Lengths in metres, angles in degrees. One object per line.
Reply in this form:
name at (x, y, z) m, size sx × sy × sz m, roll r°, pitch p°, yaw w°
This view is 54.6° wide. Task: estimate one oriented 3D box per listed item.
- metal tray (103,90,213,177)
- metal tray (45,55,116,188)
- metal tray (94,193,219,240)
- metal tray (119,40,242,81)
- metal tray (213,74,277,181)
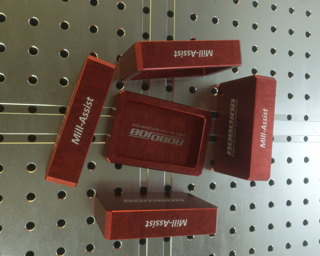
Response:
metal tray at (-0.001, 0.009, 0.408) m, size 0.131 × 0.030 × 0.090 m, roll 12°, pitch 86°, yaw -20°
metal tray at (-0.091, -0.007, 0.344) m, size 0.030 × 0.090 × 0.130 m, roll 19°, pitch 83°, yaw -19°
metal tray at (-0.008, 0.102, 0.375) m, size 0.131 × 0.090 × 0.030 m, roll 4°, pitch 89°, yaw -20°
metal tray at (0.023, -0.083, 0.385) m, size 0.131 × 0.090 × 0.030 m, roll -7°, pitch 93°, yaw -20°
metal tray at (0.111, 0.000, 0.418) m, size 0.030 × 0.090 × 0.129 m, roll 5°, pitch 88°, yaw -20°
